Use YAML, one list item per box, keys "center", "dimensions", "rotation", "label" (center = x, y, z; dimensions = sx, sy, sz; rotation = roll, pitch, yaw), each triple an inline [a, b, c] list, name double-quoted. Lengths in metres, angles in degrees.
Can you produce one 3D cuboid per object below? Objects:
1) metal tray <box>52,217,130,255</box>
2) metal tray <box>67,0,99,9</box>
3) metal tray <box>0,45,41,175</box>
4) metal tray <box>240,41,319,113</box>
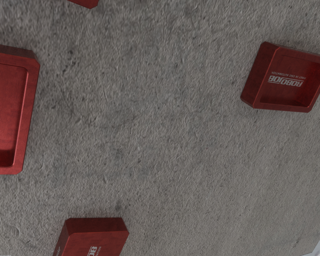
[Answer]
- center: [-0.111, 0.194, 0.463]
  dimensions: [0.091, 0.030, 0.129]
  rotation: [10, 113, -33]
  label: "metal tray"
- center: [-0.078, -0.177, 0.251]
  dimensions: [0.091, 0.030, 0.129]
  rotation: [11, 113, -33]
  label: "metal tray"
- center: [-0.174, -0.016, 0.298]
  dimensions: [0.091, 0.030, 0.129]
  rotation: [5, 116, -31]
  label: "metal tray"
- center: [0.192, -0.072, 0.463]
  dimensions: [0.131, 0.030, 0.089]
  rotation: [2, 118, -30]
  label: "metal tray"
